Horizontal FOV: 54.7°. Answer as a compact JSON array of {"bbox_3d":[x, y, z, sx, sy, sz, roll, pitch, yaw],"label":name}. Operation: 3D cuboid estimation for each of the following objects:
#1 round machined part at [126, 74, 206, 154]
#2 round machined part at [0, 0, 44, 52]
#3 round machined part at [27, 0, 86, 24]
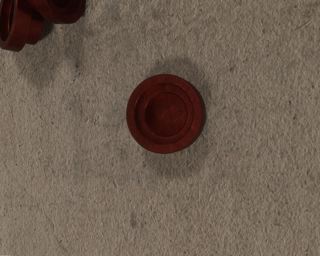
[{"bbox_3d":[0.010,-0.017,0.396,0.098,0.042,0.097,0,90,19],"label":"round machined part"},{"bbox_3d":[-0.203,-0.160,0.455,0.098,0.042,0.097,-4,84,49],"label":"round machined part"},{"bbox_3d":[-0.146,-0.192,0.420,0.042,0.098,0.097,5,92,19],"label":"round machined part"}]
